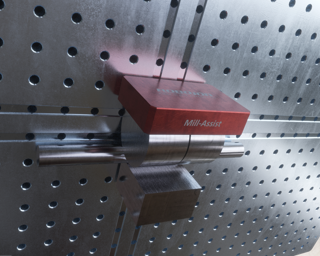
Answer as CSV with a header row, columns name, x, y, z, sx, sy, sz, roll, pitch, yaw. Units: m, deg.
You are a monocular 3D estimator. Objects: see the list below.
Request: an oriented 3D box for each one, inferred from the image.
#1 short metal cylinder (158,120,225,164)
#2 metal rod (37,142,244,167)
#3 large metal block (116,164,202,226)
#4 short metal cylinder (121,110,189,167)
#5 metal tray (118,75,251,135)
name,x,y,z,sx,sy,sz,roll,pitch,yaw
short metal cylinder,0.038,0.006,0.397,0.050,0.080,0.079,2,118,-29
metal rod,-0.006,0.033,0.424,0.303,0.025,0.025,1,118,-29
large metal block,-0.005,0.079,0.417,0.081,0.080,0.050,1,118,-29
short metal cylinder,-0.008,0.006,0.371,0.050,0.080,0.079,0,118,-29
metal tray,0.027,-0.026,0.363,0.131,0.090,0.030,1,118,-29
